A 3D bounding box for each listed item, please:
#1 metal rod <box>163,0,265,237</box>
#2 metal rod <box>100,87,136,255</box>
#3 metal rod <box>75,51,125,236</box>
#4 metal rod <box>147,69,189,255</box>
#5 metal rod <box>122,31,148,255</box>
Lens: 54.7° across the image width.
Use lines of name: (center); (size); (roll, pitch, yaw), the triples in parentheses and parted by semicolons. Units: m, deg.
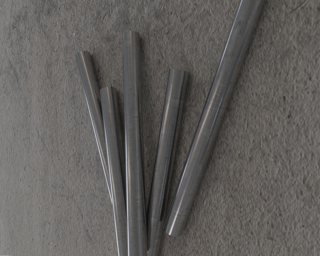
metal rod: (0.059, -0.009, 0.356); (0.025, 0.025, 0.298); (27, 107, 36)
metal rod: (-0.056, 0.085, 0.432); (0.025, 0.025, 0.299); (-21, 71, 38)
metal rod: (-0.085, 0.019, 0.475); (0.025, 0.025, 0.299); (-27, 73, 37)
metal rod: (0.001, 0.074, 0.404); (0.025, 0.025, 0.298); (15, 100, 39)
metal rod: (-0.035, 0.016, 0.415); (0.025, 0.025, 0.298); (-10, 78, 39)
